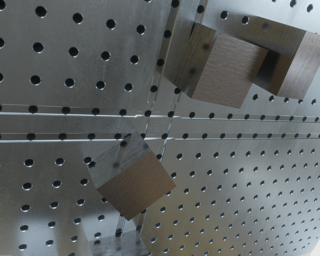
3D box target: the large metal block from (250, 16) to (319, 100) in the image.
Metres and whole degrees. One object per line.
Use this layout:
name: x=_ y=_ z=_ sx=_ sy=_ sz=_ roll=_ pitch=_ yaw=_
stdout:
large metal block: x=0.157 y=-0.091 z=0.404 sx=0.050 sy=0.080 sz=0.079 roll=3 pitch=117 yaw=-30

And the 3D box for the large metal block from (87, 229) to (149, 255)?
large metal block: x=-0.069 y=0.217 z=0.491 sx=0.081 sy=0.050 sz=0.079 roll=-5 pitch=121 yaw=-26

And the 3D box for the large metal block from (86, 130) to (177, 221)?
large metal block: x=-0.037 y=0.064 z=0.414 sx=0.080 sy=0.050 sz=0.080 roll=-35 pitch=129 yaw=-5

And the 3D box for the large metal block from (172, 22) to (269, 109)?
large metal block: x=0.074 y=-0.076 z=0.387 sx=0.081 sy=0.050 sz=0.080 roll=8 pitch=114 yaw=-32
